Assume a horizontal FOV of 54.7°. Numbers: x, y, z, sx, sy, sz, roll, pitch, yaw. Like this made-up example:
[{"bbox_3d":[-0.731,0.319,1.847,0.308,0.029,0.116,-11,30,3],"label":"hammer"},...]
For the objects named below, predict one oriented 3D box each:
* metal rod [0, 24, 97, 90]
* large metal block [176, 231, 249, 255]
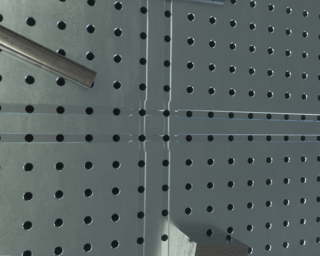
[{"bbox_3d":[-0.213,-0.118,0.333,0.302,0.025,0.025,25,82,-19],"label":"metal rod"},{"bbox_3d":[0.068,0.192,0.426,0.081,0.050,0.080,11,86,-20],"label":"large metal block"}]
